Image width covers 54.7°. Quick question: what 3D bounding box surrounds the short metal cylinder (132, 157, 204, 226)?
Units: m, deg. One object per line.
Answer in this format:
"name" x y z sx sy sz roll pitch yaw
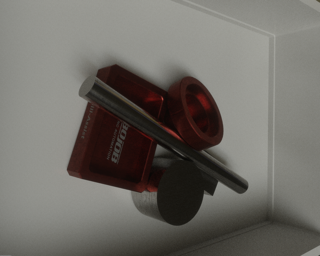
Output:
"short metal cylinder" 0.011 0.079 0.399 0.081 0.050 0.079 0 90 -40

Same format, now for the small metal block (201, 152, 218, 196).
"small metal block" 0.064 0.066 0.460 0.050 0.025 0.050 39 66 -34

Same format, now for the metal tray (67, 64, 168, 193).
"metal tray" -0.044 0.003 0.364 0.090 0.030 0.130 24 75 -38

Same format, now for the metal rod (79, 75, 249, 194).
"metal rod" 0.028 0.025 0.393 0.301 0.025 0.025 34 69 -38

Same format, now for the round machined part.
"round machined part" 0.040 -0.016 0.413 0.098 0.042 0.098 32 45 -39
